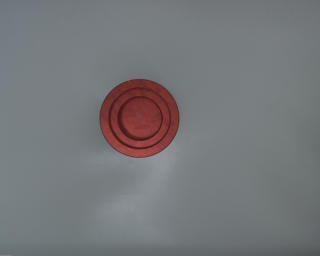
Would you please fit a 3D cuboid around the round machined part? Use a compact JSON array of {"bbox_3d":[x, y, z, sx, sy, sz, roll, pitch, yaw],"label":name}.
[{"bbox_3d":[-0.025,-0.012,0.403,0.099,0.042,0.097,0,90,-1],"label":"round machined part"}]
